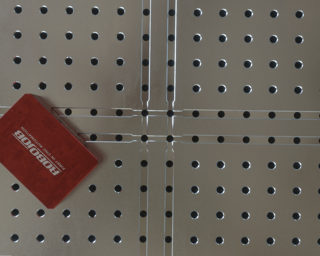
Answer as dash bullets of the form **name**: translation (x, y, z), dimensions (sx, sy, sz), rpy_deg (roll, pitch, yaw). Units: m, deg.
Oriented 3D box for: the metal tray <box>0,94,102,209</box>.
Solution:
- **metal tray**: translation (-0.154, 0.030, 0.410), dimensions (0.130, 0.030, 0.090), rpy_deg (45, 90, 0)
